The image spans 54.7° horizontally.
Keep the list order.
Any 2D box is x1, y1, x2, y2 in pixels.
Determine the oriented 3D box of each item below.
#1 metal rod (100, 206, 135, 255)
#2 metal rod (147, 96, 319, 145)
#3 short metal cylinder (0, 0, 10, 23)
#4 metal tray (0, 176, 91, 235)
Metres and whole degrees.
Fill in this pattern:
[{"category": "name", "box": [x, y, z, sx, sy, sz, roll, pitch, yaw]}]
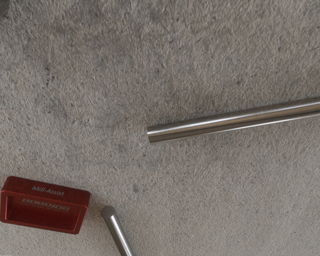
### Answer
[{"category": "metal rod", "box": [-0.065, 0.255, 0.623, 0.025, 0.025, 0.298, -7, 130, 6]}, {"category": "metal rod", "box": [0.133, -0.016, 0.395, 0.301, 0.025, 0.025, -10, 130, 8]}, {"category": "short metal cylinder", "box": [-0.190, -0.121, 0.285, 0.081, 0.050, 0.079, 0, 130, 0]}, {"category": "metal tray", "box": [-0.190, 0.131, 0.512, 0.131, 0.030, 0.089, 15, 129, -13]}]
